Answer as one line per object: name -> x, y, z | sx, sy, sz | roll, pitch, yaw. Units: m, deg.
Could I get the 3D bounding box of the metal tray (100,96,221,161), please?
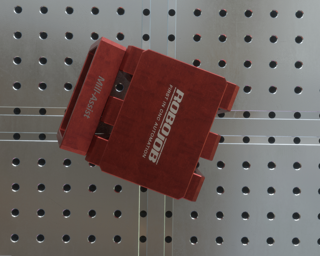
metal tray -> 0.000, 0.001, 0.380 | 0.131, 0.090, 0.030 | 20, 89, -1

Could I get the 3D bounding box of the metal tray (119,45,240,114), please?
metal tray -> 0.022, -0.055, 0.380 | 0.131, 0.090, 0.030 | 21, 91, 0

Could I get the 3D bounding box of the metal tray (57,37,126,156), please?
metal tray -> -0.087, -0.039, 0.378 | 0.030, 0.090, 0.129 | 21, 90, -22

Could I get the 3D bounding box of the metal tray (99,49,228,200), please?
metal tray -> 0.003, -0.004, 0.320 | 0.090, 0.030, 0.129 | 21, 90, 0

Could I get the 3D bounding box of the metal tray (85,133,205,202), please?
metal tray -> -0.016, 0.044, 0.380 | 0.131, 0.090, 0.030 | 21, 91, 0
